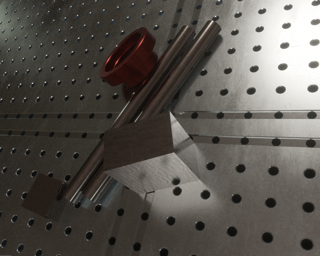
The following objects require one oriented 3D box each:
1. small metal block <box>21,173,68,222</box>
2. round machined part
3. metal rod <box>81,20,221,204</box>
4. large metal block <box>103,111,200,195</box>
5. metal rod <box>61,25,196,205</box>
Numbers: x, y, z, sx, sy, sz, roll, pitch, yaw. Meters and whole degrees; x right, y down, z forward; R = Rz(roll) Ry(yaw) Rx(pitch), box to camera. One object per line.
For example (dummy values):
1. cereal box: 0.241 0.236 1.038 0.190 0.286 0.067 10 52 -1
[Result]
1. small metal block: -0.155 0.095 0.429 0.050 0.025 0.050 11 67 32
2. round machined part: -0.041 -0.100 0.464 0.098 0.042 0.098 -34 32 25
3. metal rod: -0.005 -0.030 0.427 0.025 0.025 0.300 27 76 37
4. large metal block: -0.008 0.032 0.356 0.080 0.080 0.050 -17 55 18
5. metal rod: -0.038 -0.027 0.442 0.025 0.025 0.300 25 75 36
